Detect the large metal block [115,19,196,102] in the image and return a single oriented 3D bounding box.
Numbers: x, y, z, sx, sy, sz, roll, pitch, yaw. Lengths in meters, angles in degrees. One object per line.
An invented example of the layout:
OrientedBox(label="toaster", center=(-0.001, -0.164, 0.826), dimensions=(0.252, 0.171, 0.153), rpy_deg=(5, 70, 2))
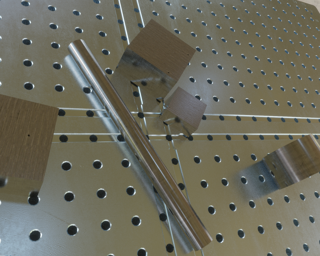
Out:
OrientedBox(label="large metal block", center=(-0.005, -0.099, 0.451), dimensions=(0.080, 0.050, 0.080), rpy_deg=(34, 51, -6))

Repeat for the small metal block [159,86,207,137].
OrientedBox(label="small metal block", center=(0.034, -0.023, 0.442), dimensions=(0.050, 0.025, 0.050), rpy_deg=(33, 51, -7))

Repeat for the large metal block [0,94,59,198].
OrientedBox(label="large metal block", center=(-0.151, 0.016, 0.301), dimensions=(0.081, 0.050, 0.080), rpy_deg=(14, 56, -21))

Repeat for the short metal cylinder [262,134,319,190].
OrientedBox(label="short metal cylinder", center=(0.198, 0.050, 0.452), dimensions=(0.081, 0.080, 0.050), rpy_deg=(-14, 69, -34))

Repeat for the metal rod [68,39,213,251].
OrientedBox(label="metal rod", center=(-0.031, 0.012, 0.385), dimensions=(0.025, 0.025, 0.299), rpy_deg=(-25, 75, -37))
